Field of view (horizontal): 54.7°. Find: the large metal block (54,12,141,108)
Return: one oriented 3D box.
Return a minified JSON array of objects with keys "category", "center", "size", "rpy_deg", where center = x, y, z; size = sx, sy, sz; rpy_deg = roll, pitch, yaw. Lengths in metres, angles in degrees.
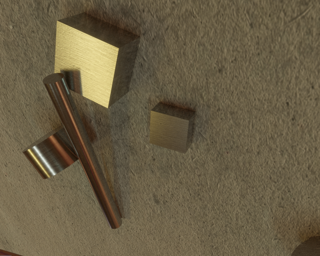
[{"category":"large metal block","center":[-0.078,-0.083,0.379],"size":[0.080,0.050,0.079],"rpy_deg":[26,128,11]}]

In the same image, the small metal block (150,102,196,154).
[{"category":"small metal block","center":[0.015,0.000,0.397],"size":[0.050,0.025,0.050],"rpy_deg":[16,125,19]}]

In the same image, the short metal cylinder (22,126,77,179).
[{"category":"short metal cylinder","center":[-0.159,0.033,0.473],"size":[0.080,0.080,0.050],"rpy_deg":[-21,107,35]}]

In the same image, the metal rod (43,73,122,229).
[{"category":"metal rod","center":[-0.103,0.055,0.458],"size":[0.025,0.025,0.298],"rpy_deg":[9,133,23]}]

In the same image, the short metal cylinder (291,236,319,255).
[{"category":"short metal cylinder","center":[0.206,0.178,0.373],"size":[0.080,0.080,0.050],"rpy_deg":[-21,107,35]}]
